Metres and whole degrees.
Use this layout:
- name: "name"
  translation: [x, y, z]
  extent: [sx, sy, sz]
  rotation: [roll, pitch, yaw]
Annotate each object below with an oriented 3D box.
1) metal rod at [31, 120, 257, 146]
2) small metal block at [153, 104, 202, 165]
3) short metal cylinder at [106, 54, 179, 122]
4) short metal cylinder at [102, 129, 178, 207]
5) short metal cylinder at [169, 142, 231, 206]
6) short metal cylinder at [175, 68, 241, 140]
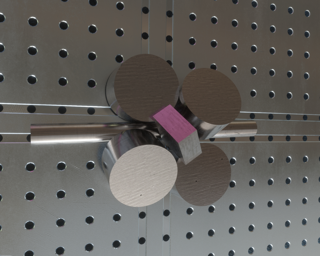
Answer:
- name: "metal rod"
  translation: [-0.006, 0.004, 0.406]
  extent: [0.303, 0.025, 0.025]
  rotation: [-2, 91, -20]
- name: "small metal block"
  translation: [0.021, 0.008, 0.365]
  extent: [0.025, 0.050, 0.050]
  rotation: [-36, 144, -11]
- name: "short metal cylinder"
  translation: [-0.023, -0.047, 0.387]
  extent: [0.081, 0.050, 0.079]
  rotation: [0, 90, -20]
- name: "short metal cylinder"
  translation: [-0.026, 0.047, 0.373]
  extent: [0.081, 0.050, 0.079]
  rotation: [-8, 113, -18]
- name: "short metal cylinder"
  translation: [0.046, 0.058, 0.413]
  extent: [0.081, 0.050, 0.079]
  rotation: [0, 90, -20]
- name: "short metal cylinder"
  translation: [0.057, -0.030, 0.403]
  extent: [0.081, 0.050, 0.080]
  rotation: [8, 64, -16]
